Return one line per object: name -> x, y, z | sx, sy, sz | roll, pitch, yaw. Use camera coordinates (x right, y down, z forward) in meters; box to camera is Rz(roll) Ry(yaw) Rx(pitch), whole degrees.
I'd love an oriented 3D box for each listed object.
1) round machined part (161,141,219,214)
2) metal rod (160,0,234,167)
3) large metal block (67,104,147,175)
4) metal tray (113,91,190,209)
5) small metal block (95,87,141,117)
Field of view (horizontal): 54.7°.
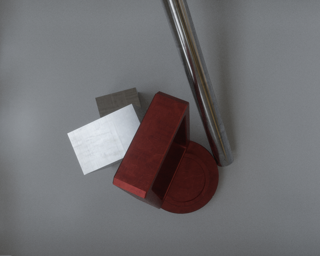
round machined part -> 0.028, 0.064, 0.403 | 0.099, 0.042, 0.097 | 0, 90, -1
metal rod -> 0.036, -0.079, 0.347 | 0.025, 0.025, 0.299 | -23, 117, 0
large metal block -> -0.050, 0.014, 0.376 | 0.080, 0.080, 0.050 | -24, 85, 8
metal tray -> -0.001, 0.031, 0.316 | 0.030, 0.130, 0.090 | 22, 75, 12
small metal block -> -0.051, -0.031, 0.398 | 0.050, 0.050, 0.025 | -15, 90, 0
